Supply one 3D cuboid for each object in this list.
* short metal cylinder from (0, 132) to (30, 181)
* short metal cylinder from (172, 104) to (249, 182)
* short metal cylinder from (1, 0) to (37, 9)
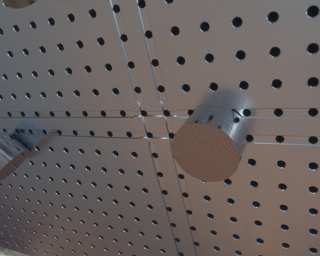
[{"bbox_3d":[-0.286,0.053,0.559,0.050,0.080,0.080,42,129,-1],"label":"short metal cylinder"},{"bbox_3d":[0.061,0.018,0.374,0.080,0.050,0.079,13,124,21],"label":"short metal cylinder"},{"bbox_3d":[-0.163,-0.184,0.348,0.050,0.080,0.080,43,129,-2],"label":"short metal cylinder"}]
